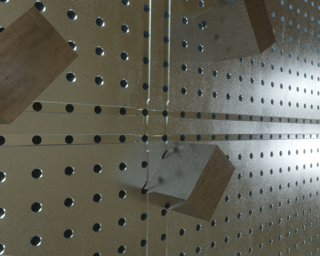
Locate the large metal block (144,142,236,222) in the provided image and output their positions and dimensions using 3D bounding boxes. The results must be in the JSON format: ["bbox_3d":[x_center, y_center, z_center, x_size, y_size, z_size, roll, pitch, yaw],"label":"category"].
[{"bbox_3d":[0.039,0.067,0.409,0.050,0.080,0.080,49,61,-30],"label":"large metal block"}]

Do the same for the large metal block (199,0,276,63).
[{"bbox_3d":[0.119,-0.153,0.475,0.050,0.080,0.080,-39,114,-33],"label":"large metal block"}]

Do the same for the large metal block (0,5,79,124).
[{"bbox_3d":[-0.130,-0.049,0.265,0.050,0.080,0.080,50,60,-29],"label":"large metal block"}]
